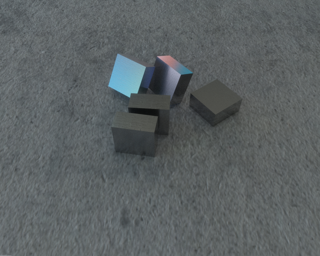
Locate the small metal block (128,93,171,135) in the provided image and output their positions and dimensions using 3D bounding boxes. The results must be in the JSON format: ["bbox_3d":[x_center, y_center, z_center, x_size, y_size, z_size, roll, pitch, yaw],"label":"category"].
[{"bbox_3d":[-0.013,-0.017,0.401,0.050,0.050,0.025,3,50,2],"label":"small metal block"}]

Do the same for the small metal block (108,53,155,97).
[{"bbox_3d":[-0.041,-0.074,0.445,0.050,0.050,0.025,29,23,22],"label":"small metal block"}]

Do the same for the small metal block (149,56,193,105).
[{"bbox_3d":[0.013,-0.068,0.441,0.025,0.050,0.050,-16,48,-42],"label":"small metal block"}]

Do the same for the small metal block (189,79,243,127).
[{"bbox_3d":[0.077,-0.036,0.435,0.050,0.025,0.050,-30,56,-23],"label":"small metal block"}]

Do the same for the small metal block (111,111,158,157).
[{"bbox_3d":[-0.029,0.008,0.380,0.050,0.050,0.025,7,51,6],"label":"small metal block"}]
